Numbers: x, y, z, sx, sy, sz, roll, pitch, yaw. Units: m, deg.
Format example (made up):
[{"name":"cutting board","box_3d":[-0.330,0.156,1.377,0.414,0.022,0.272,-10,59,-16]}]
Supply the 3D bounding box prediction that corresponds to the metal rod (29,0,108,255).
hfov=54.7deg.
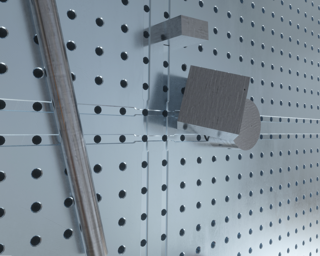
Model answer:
[{"name":"metal rod","box_3d":[-0.096,-0.002,0.329,0.025,0.025,0.298,-17,101,-39]}]

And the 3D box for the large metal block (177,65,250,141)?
[{"name":"large metal block","box_3d":[0.072,-0.033,0.429,0.080,0.050,0.080,13,79,5]}]

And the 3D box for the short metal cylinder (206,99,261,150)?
[{"name":"short metal cylinder","box_3d":[0.116,-0.006,0.493,0.081,0.050,0.079,0,90,-40]}]

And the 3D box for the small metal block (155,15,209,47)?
[{"name":"small metal block","box_3d":[0.030,-0.130,0.420,0.050,0.050,0.025,-4,93,-40]}]
